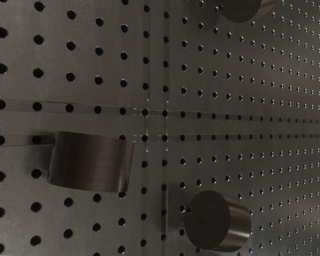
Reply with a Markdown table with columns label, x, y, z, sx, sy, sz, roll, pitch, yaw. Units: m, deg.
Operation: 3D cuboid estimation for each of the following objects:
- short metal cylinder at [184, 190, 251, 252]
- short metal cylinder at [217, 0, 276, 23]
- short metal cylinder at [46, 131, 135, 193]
| label | x | y | z | sx | sy | sz | roll | pitch | yaw |
| --- | --- | --- | --- | --- | --- | --- | --- | --- | --- |
| short metal cylinder | 0.082 | 0.134 | 0.445 | 0.050 | 0.080 | 0.080 | 25 | 74 | -38 |
| short metal cylinder | 0.138 | -0.213 | 0.492 | 0.050 | 0.080 | 0.080 | -31 | 109 | -36 |
| short metal cylinder | -0.069 | 0.034 | 0.317 | 0.081 | 0.080 | 0.050 | 13 | 82 | -40 |
